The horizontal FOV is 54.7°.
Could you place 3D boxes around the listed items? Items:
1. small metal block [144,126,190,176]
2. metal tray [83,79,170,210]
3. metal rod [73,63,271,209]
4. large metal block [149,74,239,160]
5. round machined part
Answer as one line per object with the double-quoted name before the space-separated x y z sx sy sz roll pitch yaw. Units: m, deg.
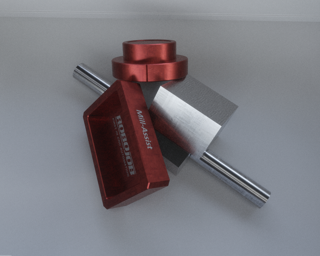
"small metal block" 0.009 0.030 0.384 0.050 0.050 0.025 36 74 12
"metal tray" -0.045 0.020 0.367 0.030 0.090 0.130 2 63 -44
"metal rod" 0.007 0.004 0.407 0.300 0.025 0.025 35 74 11
"large metal block" 0.040 -0.018 0.381 0.080 0.050 0.080 35 31 12
"round machined part" -0.013 -0.091 0.400 0.099 0.098 0.042 -2 111 -1
